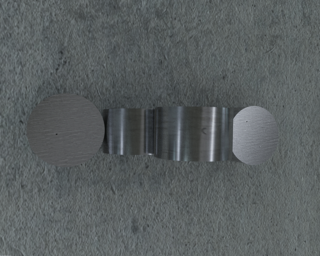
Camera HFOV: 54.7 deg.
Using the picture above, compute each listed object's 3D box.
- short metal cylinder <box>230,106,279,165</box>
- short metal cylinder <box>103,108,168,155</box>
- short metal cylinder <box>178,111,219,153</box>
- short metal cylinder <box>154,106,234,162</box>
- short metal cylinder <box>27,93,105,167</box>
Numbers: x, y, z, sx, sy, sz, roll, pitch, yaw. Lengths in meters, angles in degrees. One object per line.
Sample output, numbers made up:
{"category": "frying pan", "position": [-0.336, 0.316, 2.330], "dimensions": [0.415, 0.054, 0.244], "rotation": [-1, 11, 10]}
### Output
{"category": "short metal cylinder", "position": [0.119, 0.010, 0.440], "dimensions": [0.081, 0.050, 0.080], "rotation": [0, 91, -21]}
{"category": "short metal cylinder", "position": [-0.028, 0.004, 0.371], "dimensions": [0.081, 0.080, 0.050], "rotation": [0, 90, -20]}
{"category": "short metal cylinder", "position": [0.048, 0.005, 0.399], "dimensions": [0.081, 0.080, 0.050], "rotation": [0, 89, -20]}
{"category": "short metal cylinder", "position": [0.034, 0.005, 0.320], "dimensions": [0.081, 0.080, 0.050], "rotation": [1, 91, -20]}
{"category": "short metal cylinder", "position": [-0.109, 0.002, 0.357], "dimensions": [0.081, 0.050, 0.080], "rotation": [0, 90, -21]}
